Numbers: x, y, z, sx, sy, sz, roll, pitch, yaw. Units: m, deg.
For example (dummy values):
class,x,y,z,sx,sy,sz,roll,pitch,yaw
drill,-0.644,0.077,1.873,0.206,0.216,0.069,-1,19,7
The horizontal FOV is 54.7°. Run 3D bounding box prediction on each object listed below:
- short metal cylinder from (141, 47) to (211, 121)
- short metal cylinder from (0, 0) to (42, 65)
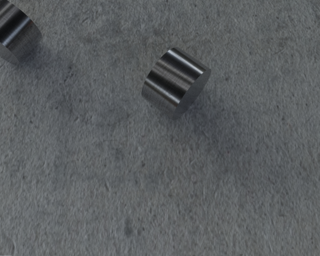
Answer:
class,x,y,z,sx,sy,sz,roll,pitch,yaw
short metal cylinder,0.021,-0.056,0.400,0.050,0.080,0.080,38,74,12
short metal cylinder,-0.212,-0.132,0.425,0.080,0.080,0.050,29,73,9
